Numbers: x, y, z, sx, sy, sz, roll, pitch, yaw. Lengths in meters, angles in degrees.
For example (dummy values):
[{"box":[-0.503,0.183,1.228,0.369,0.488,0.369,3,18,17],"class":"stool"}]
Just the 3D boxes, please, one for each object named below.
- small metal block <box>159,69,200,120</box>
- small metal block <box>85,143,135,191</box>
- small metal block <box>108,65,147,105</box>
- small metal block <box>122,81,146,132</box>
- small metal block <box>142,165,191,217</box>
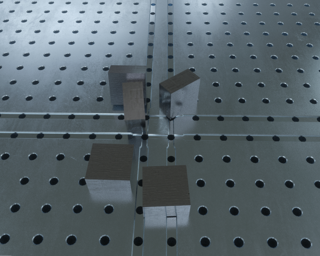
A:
[{"box":[0.027,-0.047,0.431,0.050,0.050,0.025,-30,56,-23],"class":"small metal block"},{"box":[-0.057,0.046,0.369,0.050,0.025,0.050,2,50,1],"class":"small metal block"},{"box":[-0.044,-0.060,0.439,0.050,0.050,0.025,1,35,1],"class":"small metal block"},{"box":[-0.033,-0.026,0.404,0.025,0.050,0.050,-4,73,-3],"class":"small metal block"},{"box":[0.006,0.070,0.349,0.050,0.025,0.050,-2,50,-2],"class":"small metal block"}]
